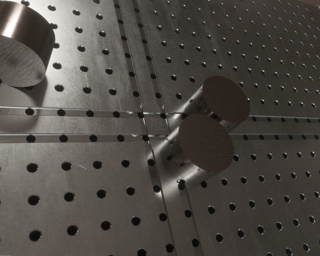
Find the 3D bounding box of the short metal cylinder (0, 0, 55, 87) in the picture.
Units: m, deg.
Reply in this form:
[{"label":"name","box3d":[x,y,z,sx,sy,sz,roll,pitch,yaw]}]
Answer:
[{"label":"short metal cylinder","box3d":[-0.162,-0.090,0.341,0.081,0.080,0.050,15,56,-20]}]

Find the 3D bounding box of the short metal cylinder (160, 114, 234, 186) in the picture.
[{"label":"short metal cylinder","box3d":[0.048,0.029,0.402,0.081,0.050,0.080,14,56,-21]}]

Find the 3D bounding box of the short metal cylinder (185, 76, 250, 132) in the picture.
[{"label":"short metal cylinder","box3d":[0.084,-0.030,0.458,0.081,0.050,0.080,14,56,-21]}]
